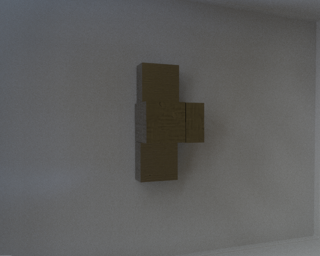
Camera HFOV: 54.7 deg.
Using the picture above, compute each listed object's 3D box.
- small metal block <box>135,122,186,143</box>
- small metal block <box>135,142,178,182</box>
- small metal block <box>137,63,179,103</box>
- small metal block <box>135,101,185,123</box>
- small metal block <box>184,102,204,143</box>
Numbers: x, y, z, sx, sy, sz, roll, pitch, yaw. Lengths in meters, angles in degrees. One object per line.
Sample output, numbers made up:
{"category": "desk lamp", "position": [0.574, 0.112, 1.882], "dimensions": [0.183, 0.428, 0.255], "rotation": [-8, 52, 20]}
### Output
{"category": "small metal block", "position": [-0.001, 0.005, 0.395], "dimensions": [0.050, 0.050, 0.025], "rotation": [0, 90, -20]}
{"category": "small metal block", "position": [-0.005, 0.043, 0.407], "dimensions": [0.050, 0.025, 0.050], "rotation": [0, 90, -20]}
{"category": "small metal block", "position": [-0.003, -0.057, 0.407], "dimensions": [0.050, 0.025, 0.050], "rotation": [0, 90, -20]}
{"category": "small metal block", "position": [-0.001, -0.019, 0.395], "dimensions": [0.050, 0.050, 0.025], "rotation": [0, 90, -20]}
{"category": "small metal block", "position": [0.035, -0.007, 0.408], "dimensions": [0.025, 0.050, 0.050], "rotation": [0, 90, -20]}
